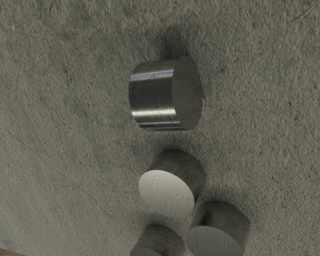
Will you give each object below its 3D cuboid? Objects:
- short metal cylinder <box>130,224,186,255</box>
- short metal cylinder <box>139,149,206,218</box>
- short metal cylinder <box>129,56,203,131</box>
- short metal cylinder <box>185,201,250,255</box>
[{"bbox_3d":[-0.003,0.211,0.523,0.080,0.050,0.079,13,124,21],"label":"short metal cylinder"},{"bbox_3d":[0.018,0.076,0.429,0.080,0.050,0.079,13,124,21],"label":"short metal cylinder"},{"bbox_3d":[0.009,-0.036,0.344,0.050,0.080,0.080,-2,118,29],"label":"short metal cylinder"},{"bbox_3d":[0.083,0.151,0.441,0.080,0.050,0.079,13,124,21],"label":"short metal cylinder"}]
